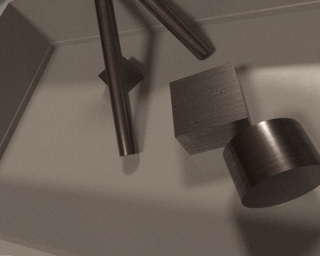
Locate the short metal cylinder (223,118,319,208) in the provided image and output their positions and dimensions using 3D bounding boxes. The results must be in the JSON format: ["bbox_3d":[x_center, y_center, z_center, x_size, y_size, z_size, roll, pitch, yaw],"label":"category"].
[{"bbox_3d":[0.107,0.035,0.293,0.080,0.080,0.050,-25,53,13],"label":"short metal cylinder"}]

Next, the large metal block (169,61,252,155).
[{"bbox_3d":[0.061,-0.022,0.370,0.080,0.050,0.080,-16,55,18],"label":"large metal block"}]

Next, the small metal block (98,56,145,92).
[{"bbox_3d":[-0.061,-0.080,0.485,0.050,0.025,0.050,-43,51,-2],"label":"small metal block"}]

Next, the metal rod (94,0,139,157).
[{"bbox_3d":[-0.067,-0.111,0.422,0.025,0.025,0.298,-12,84,21],"label":"metal rod"}]

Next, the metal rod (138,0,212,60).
[{"bbox_3d":[-0.045,-0.205,0.418,0.025,0.300,0.025,-46,9,10],"label":"metal rod"}]
